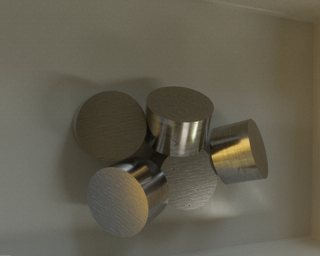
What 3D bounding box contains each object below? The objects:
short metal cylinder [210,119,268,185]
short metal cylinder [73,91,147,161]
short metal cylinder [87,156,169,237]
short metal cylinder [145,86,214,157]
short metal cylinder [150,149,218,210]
[{"bbox_3d":[0.107,0.032,0.415,0.080,0.050,0.080,36,46,-49],"label":"short metal cylinder"},{"bbox_3d":[-0.062,-0.002,0.372,0.081,0.050,0.079,0,90,-21],"label":"short metal cylinder"},{"bbox_3d":[-0.036,0.078,0.360,0.050,0.080,0.079,-18,99,-62],"label":"short metal cylinder"},{"bbox_3d":[0.021,-0.010,0.381,0.081,0.080,0.050,-9,129,-20],"label":"short metal cylinder"},{"bbox_3d":[0.028,0.062,0.407,0.081,0.050,0.079,0,90,-21],"label":"short metal cylinder"}]
